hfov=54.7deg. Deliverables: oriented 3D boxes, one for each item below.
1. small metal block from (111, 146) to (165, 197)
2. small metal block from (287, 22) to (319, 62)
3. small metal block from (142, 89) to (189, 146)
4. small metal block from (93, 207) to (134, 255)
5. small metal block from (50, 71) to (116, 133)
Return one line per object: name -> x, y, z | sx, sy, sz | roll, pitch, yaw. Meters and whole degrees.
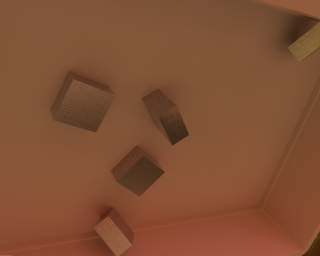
small metal block -> -0.030, 0.060, 0.429 | 0.050, 0.025, 0.050 | -45, 129, 3
small metal block -> 0.208, -0.118, 0.422 | 0.050, 0.025, 0.050 | -41, 171, 34
small metal block -> 0.007, -0.014, 0.387 | 0.025, 0.050, 0.050 | -33, 129, -7
small metal block -> -0.063, 0.144, 0.434 | 0.025, 0.050, 0.050 | -39, 90, -2
small metal block -> -0.086, -0.028, 0.344 | 0.050, 0.025, 0.050 | 19, 108, -36
